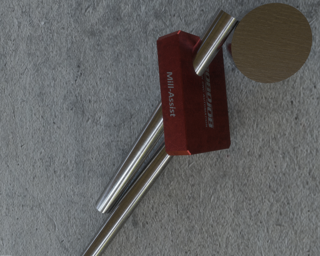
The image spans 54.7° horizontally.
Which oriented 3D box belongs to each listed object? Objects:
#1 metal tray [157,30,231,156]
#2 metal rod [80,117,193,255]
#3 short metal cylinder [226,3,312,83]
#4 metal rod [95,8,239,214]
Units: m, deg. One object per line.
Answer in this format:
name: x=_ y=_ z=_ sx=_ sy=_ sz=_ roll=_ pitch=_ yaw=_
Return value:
metal tray: x=0.042 y=-0.037 z=0.357 sx=0.030 sy=0.091 sz=0.129 roll=-6 pitch=88 yaw=41
metal rod: x=-0.039 y=0.097 z=0.422 sx=0.025 sy=0.025 sz=0.299 roll=38 pitch=102 yaw=16
short metal cylinder: x=0.116 y=-0.093 z=0.340 sx=0.080 sy=0.050 sz=0.079 roll=1 pitch=109 yaw=4
metal rod: x=-0.005 y=-0.003 z=0.378 sx=0.025 sy=0.025 sz=0.298 roll=40 pitch=115 yaw=15
